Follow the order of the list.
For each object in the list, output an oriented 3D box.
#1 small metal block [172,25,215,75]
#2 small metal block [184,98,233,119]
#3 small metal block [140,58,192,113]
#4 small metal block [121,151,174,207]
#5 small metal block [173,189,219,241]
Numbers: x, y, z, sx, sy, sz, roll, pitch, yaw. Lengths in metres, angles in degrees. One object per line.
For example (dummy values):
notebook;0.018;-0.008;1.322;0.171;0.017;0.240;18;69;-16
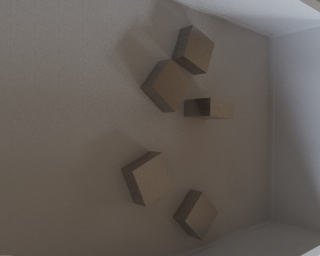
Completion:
small metal block;0.049;-0.112;0.450;0.050;0.025;0.050;27;73;-37
small metal block;0.071;-0.027;0.452;0.050;0.050;0.025;5;87;-40
small metal block;0.009;-0.056;0.416;0.050;0.025;0.050;46;62;-31
small metal block;-0.015;0.064;0.396;0.050;0.025;0.050;-30;109;-36
small metal block;0.053;0.127;0.454;0.050;0.025;0.050;-52;121;-27
